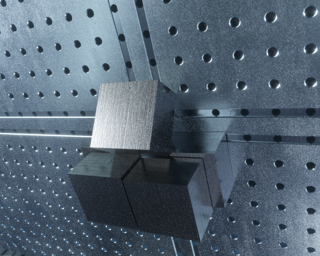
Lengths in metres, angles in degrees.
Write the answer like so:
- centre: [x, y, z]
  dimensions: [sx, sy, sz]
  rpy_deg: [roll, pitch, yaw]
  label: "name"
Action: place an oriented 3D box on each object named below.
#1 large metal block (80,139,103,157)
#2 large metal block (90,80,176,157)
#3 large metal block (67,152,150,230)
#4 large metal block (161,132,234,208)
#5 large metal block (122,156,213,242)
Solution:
- centre: [-0.058, 0.051, 0.456]
  dimensions: [0.080, 0.050, 0.079]
  rpy_deg: [2, 119, 27]
  label: "large metal block"
- centre: [-0.031, -0.010, 0.377]
  dimensions: [0.080, 0.050, 0.080]
  rpy_deg: [0, 77, 27]
  label: "large metal block"
- centre: [-0.061, 0.080, 0.407]
  dimensions: [0.080, 0.050, 0.080]
  rpy_deg: [0, 119, 28]
  label: "large metal block"
- centre: [0.045, 0.052, 0.402]
  dimensions: [0.080, 0.050, 0.080]
  rpy_deg: [-1, 118, 28]
  label: "large metal block"
- centre: [0.012, 0.082, 0.371]
  dimensions: [0.080, 0.050, 0.080]
  rpy_deg: [0, 119, 28]
  label: "large metal block"
